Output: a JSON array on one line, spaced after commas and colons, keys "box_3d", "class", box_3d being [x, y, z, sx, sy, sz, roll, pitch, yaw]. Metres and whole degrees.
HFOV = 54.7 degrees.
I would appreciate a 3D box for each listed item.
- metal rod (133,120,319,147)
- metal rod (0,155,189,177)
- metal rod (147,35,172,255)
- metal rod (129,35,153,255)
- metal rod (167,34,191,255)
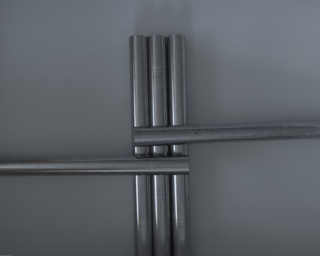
[{"box_3d": [0.118, 0.005, 0.394, 0.302, 0.025, 0.025, -2, 90, -7], "class": "metal rod"}, {"box_3d": [-0.115, 0.048, 0.393, 0.302, 0.025, 0.025, -1, 90, 5], "class": "metal rod"}, {"box_3d": [0.000, 0.029, 0.410, 0.025, 0.025, 0.298, -1, 90, -1], "class": "metal rod"}, {"box_3d": [-0.025, 0.030, 0.410, 0.025, 0.025, 0.298, -1, 90, -1], "class": "metal rod"}, {"box_3d": [0.026, 0.028, 0.410, 0.025, 0.025, 0.298, -1, 90, -1], "class": "metal rod"}]
